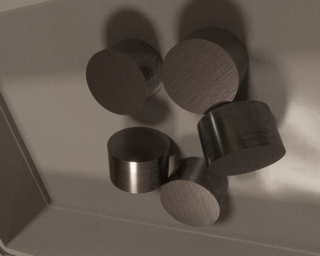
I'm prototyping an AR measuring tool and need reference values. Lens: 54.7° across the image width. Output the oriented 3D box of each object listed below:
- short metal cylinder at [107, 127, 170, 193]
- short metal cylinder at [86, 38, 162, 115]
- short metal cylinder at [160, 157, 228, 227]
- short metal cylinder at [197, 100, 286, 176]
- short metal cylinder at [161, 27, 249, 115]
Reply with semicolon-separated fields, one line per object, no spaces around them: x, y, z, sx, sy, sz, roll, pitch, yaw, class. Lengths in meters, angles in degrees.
-0.028;0.040;0.411;0.080;0.080;0.050;14;124;20;short metal cylinder
-0.041;-0.062;0.374;0.080;0.050;0.079;13;124;20;short metal cylinder
0.047;0.086;0.418;0.080;0.050;0.079;12;125;19;short metal cylinder
0.084;0.013;0.329;0.081;0.050;0.080;-8;153;-4;short metal cylinder
0.048;-0.061;0.328;0.080;0.050;0.079;13;124;20;short metal cylinder
